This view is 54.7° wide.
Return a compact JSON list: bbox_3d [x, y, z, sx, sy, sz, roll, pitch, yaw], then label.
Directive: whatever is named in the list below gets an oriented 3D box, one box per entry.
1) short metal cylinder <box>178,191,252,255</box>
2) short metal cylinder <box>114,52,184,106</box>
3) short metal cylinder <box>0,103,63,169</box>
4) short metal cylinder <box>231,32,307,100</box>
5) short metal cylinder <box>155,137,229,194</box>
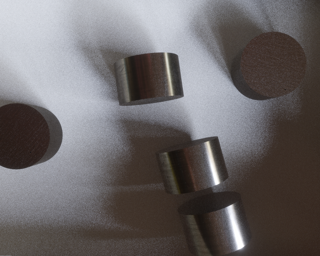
[{"bbox_3d":[0.067,0.116,0.385,0.080,0.080,0.050,-16,90,0],"label":"short metal cylinder"},{"bbox_3d":[-0.014,-0.058,0.384,0.081,0.080,0.050,-8,90,0],"label":"short metal cylinder"},{"bbox_3d":[-0.173,0.010,0.397,0.081,0.050,0.079,0,90,-1],"label":"short metal cylinder"},{"bbox_3d":[0.138,-0.078,0.401,0.081,0.050,0.079,0,90,-1],"label":"short metal cylinder"},{"bbox_3d":[0.039,0.045,0.385,0.080,0.080,0.050,-15,90,0],"label":"short metal cylinder"}]
